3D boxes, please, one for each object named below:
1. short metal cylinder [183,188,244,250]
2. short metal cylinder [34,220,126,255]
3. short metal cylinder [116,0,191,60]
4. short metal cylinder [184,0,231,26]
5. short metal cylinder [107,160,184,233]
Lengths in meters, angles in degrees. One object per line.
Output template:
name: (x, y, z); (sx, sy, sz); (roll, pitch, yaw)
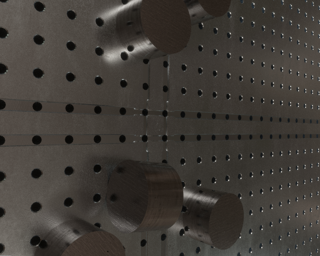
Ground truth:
short metal cylinder: (0.081, 0.134, 0.464); (0.081, 0.050, 0.079); (0, 90, -40)
short metal cylinder: (-0.083, 0.142, 0.325); (0.081, 0.050, 0.079); (0, 90, -40)
short metal cylinder: (-0.007, -0.129, 0.389); (0.081, 0.050, 0.079); (0, 90, -40)
short metal cylinder: (0.057, -0.193, 0.442); (0.081, 0.050, 0.079); (0, 90, -40)
short metal cylinder: (-0.019, 0.079, 0.359); (0.050, 0.080, 0.080); (11, 83, -40)
